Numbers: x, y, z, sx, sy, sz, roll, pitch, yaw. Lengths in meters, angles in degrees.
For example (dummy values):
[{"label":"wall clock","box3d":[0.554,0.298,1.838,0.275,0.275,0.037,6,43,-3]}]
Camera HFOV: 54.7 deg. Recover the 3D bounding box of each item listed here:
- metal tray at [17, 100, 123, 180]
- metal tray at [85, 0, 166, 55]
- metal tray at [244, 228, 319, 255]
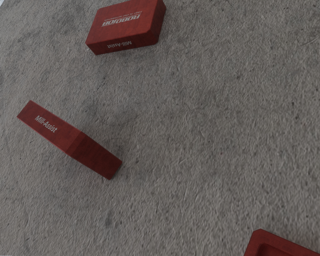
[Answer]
[{"label":"metal tray","box3d":[-0.121,0.015,0.416,0.130,0.090,0.030,26,76,37]},{"label":"metal tray","box3d":[-0.060,-0.180,0.543,0.130,0.030,0.090,-3,60,26]},{"label":"metal tray","box3d":[0.099,0.161,0.249,0.090,0.030,0.130,17,70,34]}]
